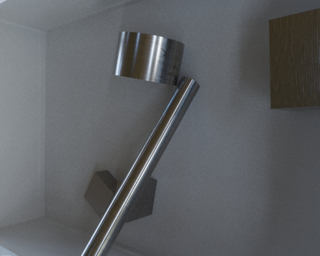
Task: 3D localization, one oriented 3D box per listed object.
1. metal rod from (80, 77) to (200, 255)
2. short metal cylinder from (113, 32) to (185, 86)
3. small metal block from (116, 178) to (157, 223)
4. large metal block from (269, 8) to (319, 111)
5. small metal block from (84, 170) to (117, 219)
[{"bbox_3d":[-0.035,0.073,0.349,0.025,0.025,0.300,21,76,38],"label":"metal rod"},{"bbox_3d":[-0.014,-0.084,0.381,0.080,0.081,0.050,17,101,38],"label":"short metal cylinder"},{"bbox_3d":[-0.033,0.094,0.416,0.025,0.050,0.050,14,99,39],"label":"small metal block"},{"bbox_3d":[0.145,-0.057,0.270,0.080,0.050,0.079,-1,89,39],"label":"large metal block"},{"bbox_3d":[-0.085,0.101,0.475,0.050,0.025,0.050,41,114,32],"label":"small metal block"}]
